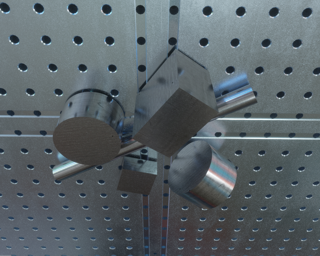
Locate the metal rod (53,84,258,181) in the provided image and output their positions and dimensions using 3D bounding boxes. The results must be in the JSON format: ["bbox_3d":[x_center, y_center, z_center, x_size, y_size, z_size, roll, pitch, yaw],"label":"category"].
[{"bbox_3d":[-0.019,0.013,0.418,0.300,0.025,0.025,-22,127,18],"label":"metal rod"}]

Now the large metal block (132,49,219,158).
[{"bbox_3d":[0.014,-0.028,0.348,0.050,0.080,0.080,29,124,-23],"label":"large metal block"}]

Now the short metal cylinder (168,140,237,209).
[{"bbox_3d":[0.057,0.064,0.426,0.050,0.080,0.080,36,121,-27],"label":"short metal cylinder"}]

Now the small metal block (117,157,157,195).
[{"bbox_3d":[-0.035,0.073,0.469,0.050,0.025,0.050,12,129,-10],"label":"small metal block"}]

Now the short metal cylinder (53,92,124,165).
[{"bbox_3d":[-0.087,0.001,0.391,0.081,0.050,0.079,0,130,0],"label":"short metal cylinder"}]
